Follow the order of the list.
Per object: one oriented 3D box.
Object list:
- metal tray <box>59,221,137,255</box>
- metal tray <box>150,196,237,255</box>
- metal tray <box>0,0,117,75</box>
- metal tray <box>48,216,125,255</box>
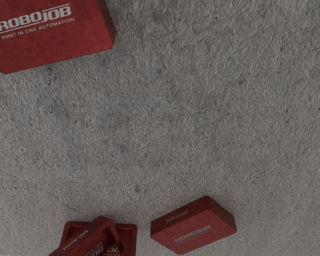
[{"bbox_3d":[-0.108,0.215,0.545,0.131,0.090,0.030,4,132,-4],"label":"metal tray"},{"bbox_3d":[0.059,0.178,0.556,0.130,0.030,0.090,-33,123,24],"label":"metal tray"},{"bbox_3d":[-0.120,-0.111,0.308,0.131,0.030,0.090,-11,130,9],"label":"metal tray"},{"bbox_3d":[-0.123,0.221,0.514,0.030,0.131,0.089,2,116,44],"label":"metal tray"}]
